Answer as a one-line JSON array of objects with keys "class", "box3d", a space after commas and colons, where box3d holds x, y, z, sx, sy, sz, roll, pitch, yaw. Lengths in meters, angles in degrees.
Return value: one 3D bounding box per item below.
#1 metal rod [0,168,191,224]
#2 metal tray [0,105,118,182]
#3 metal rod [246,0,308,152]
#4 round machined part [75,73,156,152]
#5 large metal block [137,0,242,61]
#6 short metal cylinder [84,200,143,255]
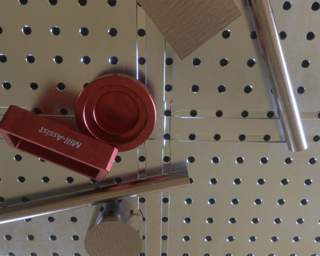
[{"class": "metal rod", "box3d": [-0.106, 0.101, 0.449, 0.302, 0.025, 0.025, -12, 110, 4]}, {"class": "metal tray", "box3d": [-0.124, 0.024, 0.387, 0.131, 0.090, 0.030, 24, 67, -9]}, {"class": "metal rod", "box3d": [0.134, -0.104, 0.377, 0.025, 0.025, 0.299, -21, 109, 7]}, {"class": "round machined part", "box3d": [-0.054, -0.022, 0.395, 0.099, 0.042, 0.097, 0, 110, -1]}, {"class": "large metal block", "box3d": [0.031, -0.136, 0.350, 0.080, 0.050, 0.080, -36, 107, 12]}, {"class": "short metal cylinder", "box3d": [-0.065, 0.154, 0.456, 0.081, 0.050, 0.079, 0, 110, -1]}]
